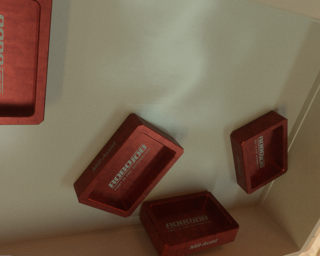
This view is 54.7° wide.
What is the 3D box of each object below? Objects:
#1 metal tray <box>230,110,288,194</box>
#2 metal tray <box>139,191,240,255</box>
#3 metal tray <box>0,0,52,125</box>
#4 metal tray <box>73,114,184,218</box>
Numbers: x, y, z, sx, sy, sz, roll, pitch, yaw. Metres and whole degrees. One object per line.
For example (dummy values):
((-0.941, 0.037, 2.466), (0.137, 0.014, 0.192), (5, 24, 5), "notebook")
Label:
((0.172, 0.044, 0.529), (0.091, 0.030, 0.129), (-27, 128, -12), "metal tray")
((0.045, 0.147, 0.483), (0.131, 0.090, 0.030), (-3, 120, -27), "metal tray")
((-0.152, -0.066, 0.281), (0.091, 0.030, 0.129), (-1, 119, -29), "metal tray")
((-0.041, 0.055, 0.418), (0.090, 0.030, 0.130), (33, 100, -39), "metal tray")
